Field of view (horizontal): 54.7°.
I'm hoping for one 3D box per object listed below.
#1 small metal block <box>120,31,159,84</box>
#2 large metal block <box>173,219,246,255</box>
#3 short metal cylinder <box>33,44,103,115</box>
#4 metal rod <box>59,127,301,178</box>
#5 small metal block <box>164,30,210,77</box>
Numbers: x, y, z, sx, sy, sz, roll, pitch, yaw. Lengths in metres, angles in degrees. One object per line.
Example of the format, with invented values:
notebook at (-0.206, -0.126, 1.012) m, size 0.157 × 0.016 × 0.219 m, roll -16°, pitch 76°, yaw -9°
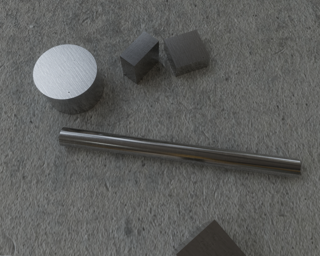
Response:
small metal block at (-0.027, -0.096, 0.430) m, size 0.025 × 0.050 × 0.050 m, roll 37°, pitch 74°, yaw 12°
large metal block at (0.060, 0.147, 0.326) m, size 0.050 × 0.080 × 0.080 m, roll -38°, pitch 75°, yaw -13°
short metal cylinder at (-0.121, -0.064, 0.417) m, size 0.081 × 0.050 × 0.080 m, roll 0°, pitch 70°, yaw 0°
metal rod at (0.023, 0.031, 0.397) m, size 0.302 × 0.025 × 0.025 m, roll 8°, pitch 70°, yaw 2°
small metal block at (0.038, -0.108, 0.448) m, size 0.050 × 0.025 × 0.050 m, roll -19°, pitch 71°, yaw -7°
